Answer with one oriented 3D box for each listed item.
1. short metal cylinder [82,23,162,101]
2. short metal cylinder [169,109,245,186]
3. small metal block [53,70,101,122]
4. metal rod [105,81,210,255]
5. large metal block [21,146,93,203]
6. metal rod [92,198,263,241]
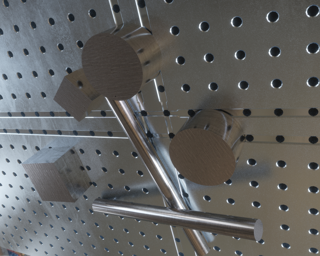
[{"bbox_3d":[-0.045,-0.079,0.370,0.080,0.050,0.079,13,124,21],"label":"short metal cylinder"},{"bbox_3d":[0.058,0.023,0.379,0.080,0.050,0.079,13,124,21],"label":"short metal cylinder"},{"bbox_3d":[-0.119,-0.045,0.446,0.050,0.025,0.050,42,129,-1],"label":"small metal block"},{"bbox_3d":[0.000,0.069,0.453,0.025,0.025,0.299,-17,110,35],"label":"metal rod"},{"bbox_3d":[-0.178,0.081,0.539,0.080,0.050,0.080,-6,116,31],"label":"large metal block"},{"bbox_3d":[0.002,0.129,0.459,0.300,0.025,0.025,-5,117,41],"label":"metal rod"}]
